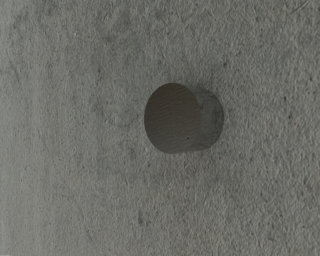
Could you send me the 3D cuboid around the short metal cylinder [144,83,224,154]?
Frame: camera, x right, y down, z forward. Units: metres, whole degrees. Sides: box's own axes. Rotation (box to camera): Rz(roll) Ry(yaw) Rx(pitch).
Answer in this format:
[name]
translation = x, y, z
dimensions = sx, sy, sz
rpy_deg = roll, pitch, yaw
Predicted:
[short metal cylinder]
translation = 0.028, -0.011, 0.367
dimensions = 0.080, 0.050, 0.080
rpy_deg = 0, 90, 40
